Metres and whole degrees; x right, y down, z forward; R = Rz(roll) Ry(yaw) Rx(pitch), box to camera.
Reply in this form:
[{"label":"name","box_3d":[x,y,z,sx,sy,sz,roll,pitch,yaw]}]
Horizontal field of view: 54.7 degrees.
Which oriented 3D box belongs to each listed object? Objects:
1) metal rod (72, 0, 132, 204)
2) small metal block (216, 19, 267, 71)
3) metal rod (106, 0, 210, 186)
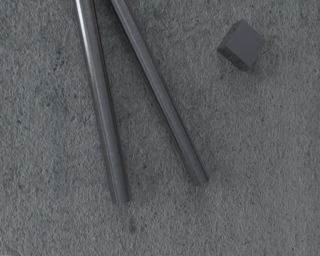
[{"label":"metal rod","box_3d":[-0.075,-0.054,0.381,0.025,0.025,0.298,-12,94,-20]},{"label":"small metal block","box_3d":[0.120,-0.121,0.455,0.050,0.025,0.050,36,78,-17]},{"label":"metal rod","box_3d":[-0.005,-0.059,0.407,0.025,0.025,0.299,-28,100,-18]}]
